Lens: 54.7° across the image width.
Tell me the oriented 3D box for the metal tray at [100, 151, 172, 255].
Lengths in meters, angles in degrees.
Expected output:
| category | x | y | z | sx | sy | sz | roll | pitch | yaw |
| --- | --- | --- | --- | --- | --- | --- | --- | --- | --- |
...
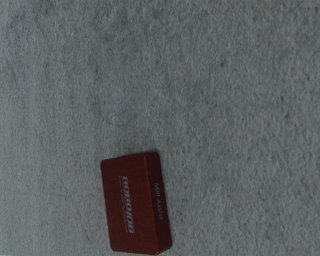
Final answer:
| category | x | y | z | sx | sy | sz | roll | pitch | yaw |
| --- | --- | --- | --- | --- | --- | --- | --- | --- | --- |
| metal tray | -0.036 | 0.103 | 0.429 | 0.090 | 0.030 | 0.129 | -14 | 81 | 38 |
